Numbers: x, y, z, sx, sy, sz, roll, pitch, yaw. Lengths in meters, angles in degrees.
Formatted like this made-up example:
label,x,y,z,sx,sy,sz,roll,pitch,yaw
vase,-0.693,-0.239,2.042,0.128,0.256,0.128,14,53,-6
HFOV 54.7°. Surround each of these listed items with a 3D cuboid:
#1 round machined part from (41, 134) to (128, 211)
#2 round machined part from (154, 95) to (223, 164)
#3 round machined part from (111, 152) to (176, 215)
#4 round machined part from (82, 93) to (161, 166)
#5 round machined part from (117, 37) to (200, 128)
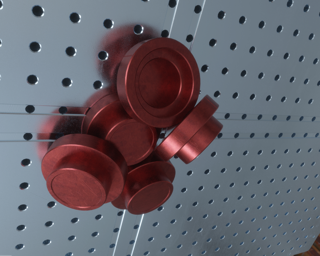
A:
label,x,y,z,sx,sy,sz,roll,pitch,yaw
round machined part,-0.090,0.058,0.357,0.099,0.042,0.097,4,127,6
round machined part,0.041,0.007,0.391,0.042,0.098,0.098,43,95,2
round machined part,-0.021,0.081,0.424,0.099,0.042,0.097,-20,139,-18
round machined part,-0.042,0.008,0.382,0.099,0.042,0.097,-14,125,-21
round machined part,-0.005,-0.051,0.353,0.099,0.042,0.097,-6,101,-33
